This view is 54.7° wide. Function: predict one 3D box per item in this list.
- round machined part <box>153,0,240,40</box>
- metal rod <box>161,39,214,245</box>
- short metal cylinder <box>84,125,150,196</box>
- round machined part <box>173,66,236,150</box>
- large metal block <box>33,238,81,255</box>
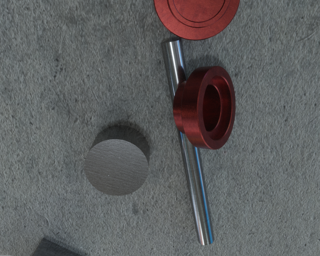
[{"bbox_3d":[0.041,-0.148,0.347,0.099,0.042,0.097,0,110,0],"label":"round machined part"},{"bbox_3d":[0.042,0.033,0.422,0.025,0.025,0.298,-11,110,4],"label":"metal rod"},{"bbox_3d":[-0.055,0.042,0.411,0.081,0.050,0.079,0,110,0],"label":"short metal cylinder"},{"bbox_3d":[0.052,-0.024,0.373,0.042,0.099,0.097,4,115,37],"label":"round machined part"},{"bbox_3d":[-0.170,0.232,0.480,0.080,0.050,0.080,31,107,-11],"label":"large metal block"}]
